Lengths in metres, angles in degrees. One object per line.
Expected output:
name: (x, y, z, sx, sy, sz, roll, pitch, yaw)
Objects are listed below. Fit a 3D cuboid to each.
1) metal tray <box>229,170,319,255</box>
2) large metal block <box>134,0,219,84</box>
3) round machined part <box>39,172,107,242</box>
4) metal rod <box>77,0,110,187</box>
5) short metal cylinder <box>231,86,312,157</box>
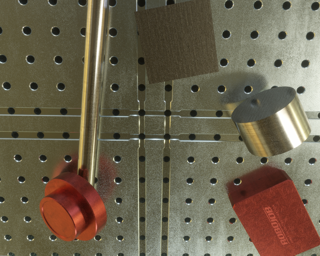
metal tray: (0.172, 0.137, 0.464, 0.090, 0.030, 0.130, -28, 108, 9)
large metal block: (0.020, -0.102, 0.363, 0.080, 0.050, 0.079, -10, 110, 3)
round machined part: (-0.123, 0.113, 0.420, 0.098, 0.042, 0.097, 15, 119, 29)
metal rod: (-0.088, -0.034, 0.399, 0.025, 0.025, 0.298, 8, 110, -3)
short metal cylinder: (0.136, -0.009, 0.383, 0.080, 0.080, 0.050, -28, 108, 9)
